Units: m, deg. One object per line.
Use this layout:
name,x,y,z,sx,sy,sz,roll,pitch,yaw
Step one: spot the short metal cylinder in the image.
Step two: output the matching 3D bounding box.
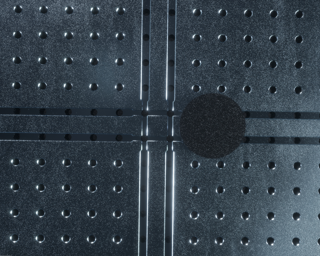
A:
short metal cylinder,0.064,-0.003,0.401,0.080,0.050,0.080,0,90,0
